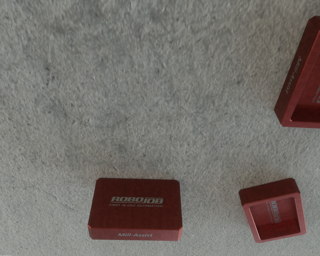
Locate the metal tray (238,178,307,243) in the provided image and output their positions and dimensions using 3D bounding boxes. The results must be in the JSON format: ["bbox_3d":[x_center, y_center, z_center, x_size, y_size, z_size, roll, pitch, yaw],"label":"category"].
[{"bbox_3d":[0.195,0.145,0.530,0.090,0.030,0.130,-17,129,13],"label":"metal tray"}]

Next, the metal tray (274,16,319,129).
[{"bbox_3d":[0.198,-0.058,0.357,0.091,0.030,0.129,3,130,-3],"label":"metal tray"}]

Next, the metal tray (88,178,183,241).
[{"bbox_3d":[-0.035,0.120,0.466,0.131,0.090,0.030,2,130,-2],"label":"metal tray"}]
